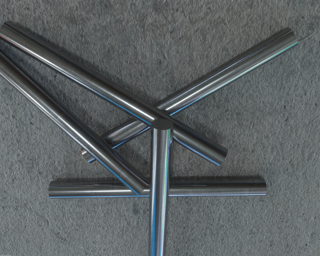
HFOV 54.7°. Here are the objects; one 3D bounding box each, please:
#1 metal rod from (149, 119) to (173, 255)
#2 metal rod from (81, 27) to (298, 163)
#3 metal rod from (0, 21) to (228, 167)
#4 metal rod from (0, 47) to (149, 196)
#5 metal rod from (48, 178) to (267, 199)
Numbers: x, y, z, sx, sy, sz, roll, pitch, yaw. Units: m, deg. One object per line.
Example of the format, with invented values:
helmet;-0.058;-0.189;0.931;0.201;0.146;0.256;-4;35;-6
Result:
metal rod;-0.002;0.123;0.425;0.025;0.025;0.298;2;121;-1
metal rod;0.029;-0.036;0.396;0.300;0.025;0.025;-30;108;10
metal rod;-0.053;-0.039;0.374;0.301;0.025;0.025;30;107;-3
metal rod;-0.131;-0.024;0.381;0.300;0.025;0.025;43;105;-8
metal rod;-0.003;0.086;0.441;0.302;0.025;0.025;-1;110;0
